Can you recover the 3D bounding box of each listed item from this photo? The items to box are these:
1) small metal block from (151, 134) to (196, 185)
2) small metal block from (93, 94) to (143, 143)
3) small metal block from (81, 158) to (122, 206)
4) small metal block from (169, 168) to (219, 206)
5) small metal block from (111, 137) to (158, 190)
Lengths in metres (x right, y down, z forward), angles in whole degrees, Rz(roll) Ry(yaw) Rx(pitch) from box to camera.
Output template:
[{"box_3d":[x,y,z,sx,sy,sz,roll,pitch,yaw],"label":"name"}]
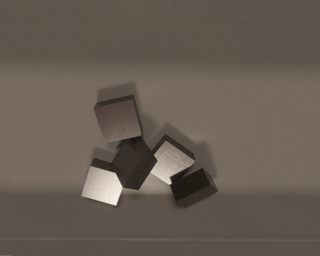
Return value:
[{"box_3d":[0.012,0.045,0.428,0.050,0.025,0.050,35,106,-13],"label":"small metal block"},{"box_3d":[-0.053,-0.012,0.406,0.050,0.025,0.050,-12,110,4],"label":"small metal block"},{"box_3d":[-0.078,0.076,0.438,0.050,0.025,0.050,18,109,-7],"label":"small metal block"},{"box_3d":[0.048,0.083,0.428,0.050,0.025,0.050,-29,152,10],"label":"small metal block"},{"box_3d":[-0.035,0.046,0.411,0.025,0.050,0.050,19,111,-37],"label":"small metal block"}]
